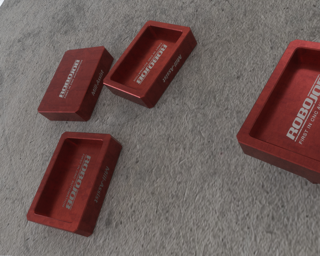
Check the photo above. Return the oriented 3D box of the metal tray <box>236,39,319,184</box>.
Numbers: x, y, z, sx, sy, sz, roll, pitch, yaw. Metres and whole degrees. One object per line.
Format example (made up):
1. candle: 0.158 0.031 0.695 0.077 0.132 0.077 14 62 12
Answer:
1. metal tray: 0.145 -0.021 0.297 0.090 0.030 0.130 23 74 36

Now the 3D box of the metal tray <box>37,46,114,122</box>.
1. metal tray: -0.140 -0.075 0.520 0.090 0.030 0.130 2 63 29

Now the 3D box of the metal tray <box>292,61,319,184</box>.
1. metal tray: 0.188 -0.013 0.310 0.090 0.030 0.130 -8 58 24

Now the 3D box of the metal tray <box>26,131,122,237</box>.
1. metal tray: -0.113 0.070 0.416 0.090 0.030 0.130 2 63 29

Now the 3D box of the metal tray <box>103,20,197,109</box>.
1. metal tray: -0.015 -0.100 0.470 0.090 0.030 0.130 24 75 36
